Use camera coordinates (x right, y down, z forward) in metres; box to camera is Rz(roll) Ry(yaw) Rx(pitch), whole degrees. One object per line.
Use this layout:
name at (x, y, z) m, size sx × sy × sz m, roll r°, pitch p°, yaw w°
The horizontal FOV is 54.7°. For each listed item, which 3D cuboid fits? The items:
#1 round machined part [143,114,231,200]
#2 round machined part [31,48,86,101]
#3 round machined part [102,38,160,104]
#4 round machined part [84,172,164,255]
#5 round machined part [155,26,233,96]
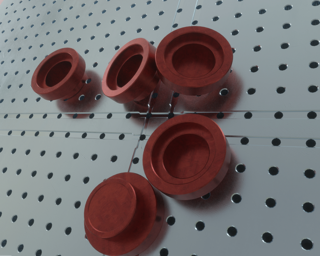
round machined part at (0.033, 0.036, 0.357) m, size 0.098 × 0.042 × 0.098 m, roll -13°, pitch 56°, yaw 20°
round machined part at (-0.170, -0.088, 0.538) m, size 0.098 × 0.042 × 0.098 m, roll -13°, pitch 56°, yaw 20°
round machined part at (-0.037, -0.078, 0.452) m, size 0.098 × 0.042 × 0.098 m, roll -26°, pitch 49°, yaw 34°
round machined part at (-0.049, 0.097, 0.362) m, size 0.098 × 0.042 × 0.098 m, roll -13°, pitch 56°, yaw 20°
round machined part at (0.045, -0.084, 0.411) m, size 0.099 × 0.042 × 0.098 m, roll -2°, pitch 64°, yaw 4°
